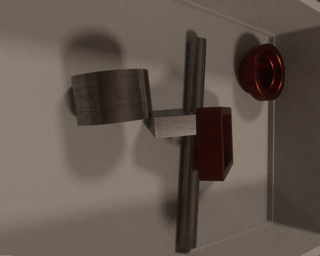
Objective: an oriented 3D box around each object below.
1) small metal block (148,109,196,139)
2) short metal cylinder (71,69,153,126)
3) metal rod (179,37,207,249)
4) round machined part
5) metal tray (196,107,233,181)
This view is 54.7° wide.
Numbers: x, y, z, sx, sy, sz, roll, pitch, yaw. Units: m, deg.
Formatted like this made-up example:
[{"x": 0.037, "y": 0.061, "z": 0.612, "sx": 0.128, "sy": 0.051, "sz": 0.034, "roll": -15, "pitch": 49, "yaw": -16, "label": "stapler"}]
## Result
[{"x": 0.014, "y": -0.007, "z": 0.390, "sx": 0.050, "sy": 0.050, "sz": 0.025, "roll": -5, "pitch": 103, "yaw": -11, "label": "small metal block"}, {"x": -0.050, "y": -0.033, "z": 0.330, "sx": 0.081, "sy": 0.080, "sz": 0.050, "roll": -11, "pitch": 97, "yaw": -40, "label": "short metal cylinder"}, {"x": 0.048, "y": 0.019, "z": 0.448, "sx": 0.025, "sy": 0.025, "sz": 0.298, "roll": 5, "pitch": 87, "yaw": -40, "label": "metal rod"}, {"x": 0.176, "y": -0.096, "z": 0.546, "sx": 0.099, "sy": 0.042, "sz": 0.097, "roll": 0, "pitch": 90, "yaw": -40, "label": "round machined part"}, {"x": 0.080, "y": 0.016, "z": 0.430, "sx": 0.130, "sy": 0.030, "sz": 0.089, "roll": -10, "pitch": 98, "yaw": -72, "label": "metal tray"}]
